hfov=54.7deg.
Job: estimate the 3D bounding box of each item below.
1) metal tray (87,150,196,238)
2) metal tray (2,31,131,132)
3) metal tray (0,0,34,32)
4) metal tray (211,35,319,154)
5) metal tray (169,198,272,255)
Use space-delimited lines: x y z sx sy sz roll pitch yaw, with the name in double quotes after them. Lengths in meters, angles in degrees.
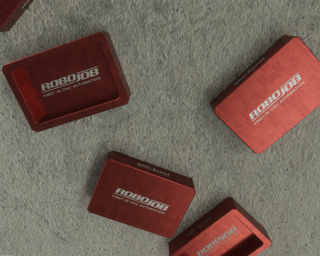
-0.026 0.096 0.442 0.131 0.030 0.089 21 109 -8 "metal tray"
-0.112 -0.056 0.385 0.131 0.030 0.090 -17 109 6 "metal tray"
-0.173 -0.182 0.338 0.090 0.030 0.130 43 104 -14 "metal tray"
0.142 -0.040 0.393 0.090 0.030 0.130 43 104 -14 "metal tray"
0.089 0.177 0.473 0.130 0.030 0.090 -42 105 14 "metal tray"
